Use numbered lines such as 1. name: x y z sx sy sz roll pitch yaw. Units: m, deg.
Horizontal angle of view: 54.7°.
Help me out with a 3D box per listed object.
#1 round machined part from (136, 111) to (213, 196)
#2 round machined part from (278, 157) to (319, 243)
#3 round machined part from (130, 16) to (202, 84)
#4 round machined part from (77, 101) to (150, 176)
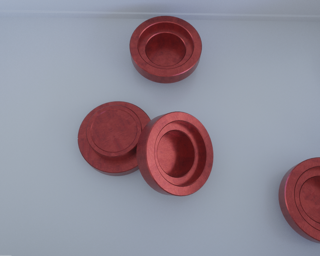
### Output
1. round machined part: 0.014 0.031 0.373 0.099 0.042 0.097 6 79 -33
2. round machined part: 0.191 0.087 0.371 0.099 0.042 0.098 0 70 -1
3. round machined part: 0.008 -0.106 0.439 0.099 0.042 0.098 0 70 -1
4. round machined part: -0.056 0.009 0.396 0.099 0.042 0.098 0 70 -1
